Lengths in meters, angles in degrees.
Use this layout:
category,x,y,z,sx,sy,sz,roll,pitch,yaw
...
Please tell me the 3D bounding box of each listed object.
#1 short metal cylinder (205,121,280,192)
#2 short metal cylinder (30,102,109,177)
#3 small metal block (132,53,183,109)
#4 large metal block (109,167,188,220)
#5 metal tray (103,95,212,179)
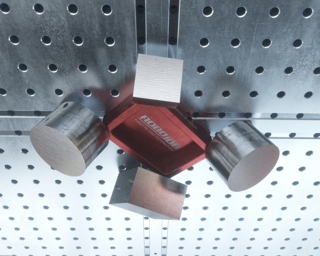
category,x,y,z,sx,sy,sz,roll,pitch,yaw
short metal cylinder,0.108,0.038,0.408,0.081,0.050,0.079,-18,134,-20
short metal cylinder,-0.112,0.014,0.386,0.080,0.050,0.079,17,134,19
small metal block,-0.003,-0.052,0.347,0.050,0.050,0.025,7,168,-6
large metal block,-0.019,0.099,0.456,0.080,0.050,0.080,24,157,-20
metal tray,-0.001,0.010,0.415,0.090,0.030,0.130,-34,123,25
